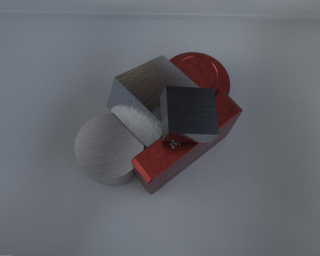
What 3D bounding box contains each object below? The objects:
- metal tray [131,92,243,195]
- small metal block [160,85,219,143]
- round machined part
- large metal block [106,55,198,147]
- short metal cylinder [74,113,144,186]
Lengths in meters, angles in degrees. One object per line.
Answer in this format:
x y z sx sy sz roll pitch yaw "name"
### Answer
0.030 0.021 0.365 0.131 0.090 0.030 -36 74 -13 "metal tray"
0.029 -0.013 0.312 0.050 0.025 0.050 2 69 -14 "small metal block"
0.047 -0.063 0.422 0.099 0.042 0.098 0 70 -1 "round machined part"
-0.003 -0.031 0.368 0.080 0.050 0.081 45 51 14 "large metal block"
-0.059 0.028 0.383 0.081 0.050 0.080 0 70 0 "short metal cylinder"
